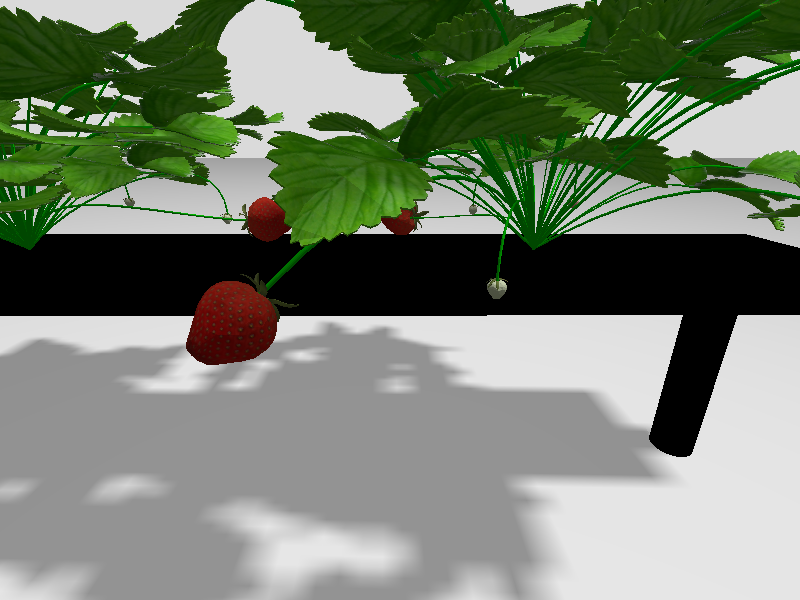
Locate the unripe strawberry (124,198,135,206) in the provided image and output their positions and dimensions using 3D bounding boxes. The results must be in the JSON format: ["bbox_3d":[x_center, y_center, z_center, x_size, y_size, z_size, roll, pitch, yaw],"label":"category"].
[{"bbox_3d":[-0.345,-0.124,0.512,0.011,0.011,0.011,-2,21,-5],"label":"unripe strawberry"}]

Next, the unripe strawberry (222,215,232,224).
[{"bbox_3d":[-0.195,-0.091,0.452,0.010,0.011,0.012,-16,26,-35],"label":"unripe strawberry"}]

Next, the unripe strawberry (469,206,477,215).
[{"bbox_3d":[0.094,-0.115,0.513,0.011,0.011,0.010,-3,21,-8],"label":"unripe strawberry"}]

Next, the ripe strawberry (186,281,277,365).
[{"bbox_3d":[-0.072,0.011,0.168,0.037,0.031,0.037,19,56,41],"label":"ripe strawberry"}]

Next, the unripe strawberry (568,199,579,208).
[{"bbox_3d":[0.228,-0.128,0.527,0.014,0.013,0.013,12,24,28],"label":"unripe strawberry"}]

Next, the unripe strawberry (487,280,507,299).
[{"bbox_3d":[0.054,-0.006,0.226,0.011,0.011,0.010,10,23,24],"label":"unripe strawberry"}]

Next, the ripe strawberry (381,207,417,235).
[{"bbox_3d":[-0.004,-0.088,0.416,0.042,0.041,0.039,11,24,28],"label":"ripe strawberry"}]

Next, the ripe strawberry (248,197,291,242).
[{"bbox_3d":[-0.124,-0.078,0.389,0.043,0.042,0.040,-4,22,-11],"label":"ripe strawberry"}]
